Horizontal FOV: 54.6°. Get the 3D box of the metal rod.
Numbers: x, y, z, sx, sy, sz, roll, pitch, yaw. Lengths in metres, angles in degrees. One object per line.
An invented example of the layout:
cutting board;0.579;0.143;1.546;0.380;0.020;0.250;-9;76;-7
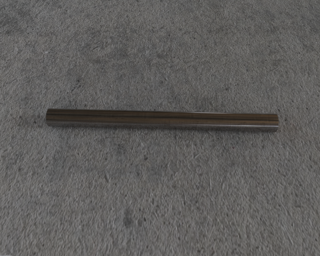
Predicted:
metal rod;0.002;-0.010;0.414;0.302;0.025;0.025;1;50;1
